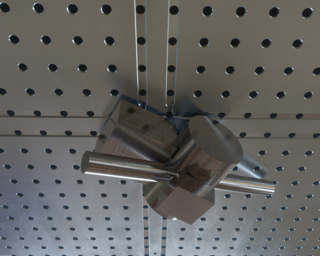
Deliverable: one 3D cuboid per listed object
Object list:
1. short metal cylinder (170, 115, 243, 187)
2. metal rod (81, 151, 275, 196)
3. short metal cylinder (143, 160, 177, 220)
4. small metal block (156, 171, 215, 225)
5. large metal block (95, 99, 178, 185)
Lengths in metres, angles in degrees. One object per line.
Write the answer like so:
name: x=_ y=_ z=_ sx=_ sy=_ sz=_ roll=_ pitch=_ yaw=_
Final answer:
short metal cylinder: x=0.058 y=0.030 z=0.397 sx=0.080 sy=0.080 sz=0.050 roll=22 pitch=127 yaw=-18
metal rod: x=0.045 y=0.066 z=0.412 sx=0.302 sy=0.025 sz=0.025 roll=13 pitch=131 yaw=-31
short metal cylinder: x=0.023 y=0.082 z=0.441 sx=0.080 sy=0.080 sz=0.050 roll=24 pitch=126 yaw=-19
small metal block: x=0.031 y=0.086 z=0.377 sx=0.050 sy=0.025 sz=0.050 roll=28 pitch=125 yaw=-12
large metal block: x=-0.033 y=0.021 z=0.405 sx=0.080 sy=0.050 sz=0.080 roll=23 pitch=126 yaw=-19
